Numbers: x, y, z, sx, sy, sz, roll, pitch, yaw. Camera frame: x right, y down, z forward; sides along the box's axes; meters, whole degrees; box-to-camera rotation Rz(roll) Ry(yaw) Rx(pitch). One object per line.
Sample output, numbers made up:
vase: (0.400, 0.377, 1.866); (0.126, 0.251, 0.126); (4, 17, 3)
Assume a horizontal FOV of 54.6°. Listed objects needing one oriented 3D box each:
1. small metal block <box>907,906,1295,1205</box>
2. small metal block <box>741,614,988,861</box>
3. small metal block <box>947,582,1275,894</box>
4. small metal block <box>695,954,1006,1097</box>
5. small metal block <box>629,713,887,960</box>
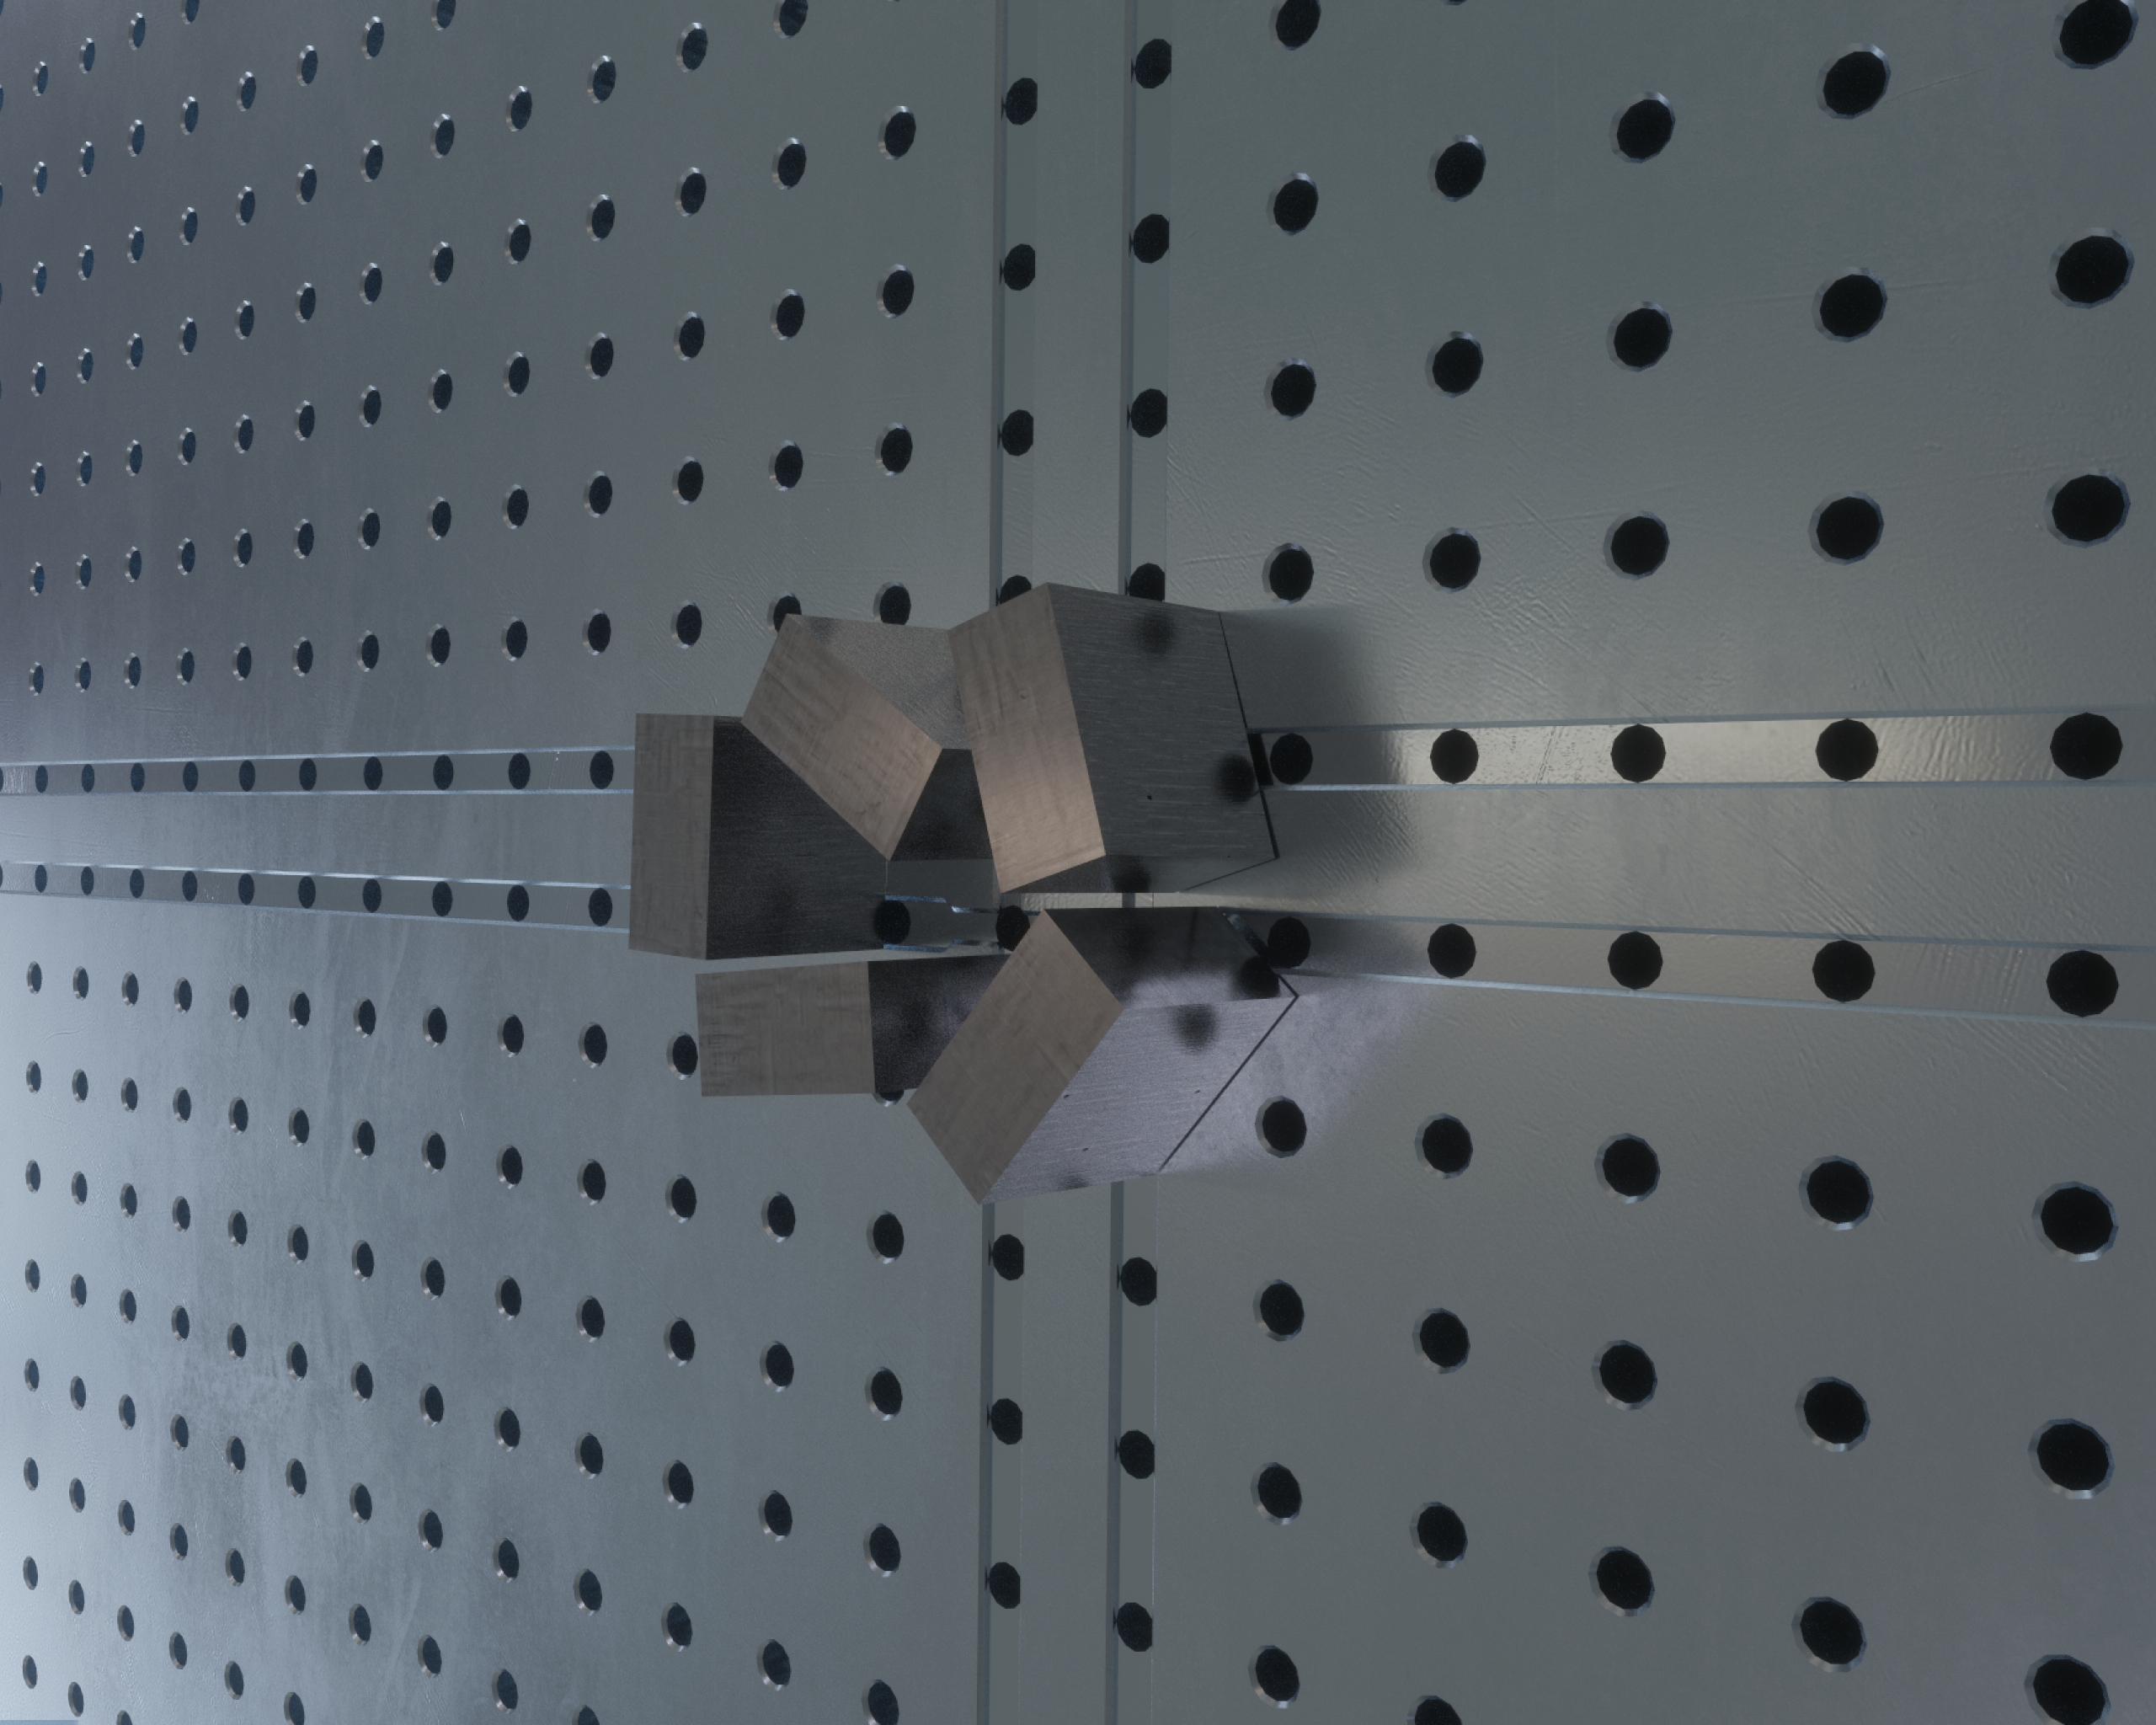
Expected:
small metal block: (0.004, 0.035, 0.390); (0.025, 0.050, 0.050); (50, 120, 29)
small metal block: (-0.030, -0.025, 0.419); (0.050, 0.050, 0.025); (41, 116, 32)
small metal block: (0.007, -0.022, 0.388); (0.025, 0.050, 0.050); (-21, 76, 38)
small metal block: (-0.042, 0.033, 0.428); (0.050, 0.050, 0.025); (-6, 86, 40)
small metal block: (-0.068, -0.006, 0.450); (0.025, 0.050, 0.050); (5, 94, 40)
